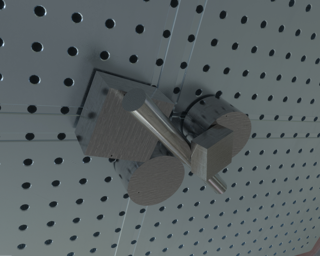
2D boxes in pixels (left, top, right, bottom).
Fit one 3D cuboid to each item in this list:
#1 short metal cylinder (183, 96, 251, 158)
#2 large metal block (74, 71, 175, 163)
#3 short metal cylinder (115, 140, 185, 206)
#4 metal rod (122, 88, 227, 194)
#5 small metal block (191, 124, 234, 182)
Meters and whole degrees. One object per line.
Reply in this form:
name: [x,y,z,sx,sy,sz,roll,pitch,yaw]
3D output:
short metal cylinder: [0.080,0.002,0.435,0.081,0.050,0.079,-14,124,-21]
large metal block: [-0.042,-0.011,0.358,0.081,0.050,0.079,11,113,-33]
short metal cylinder: [-0.014,0.057,0.418,0.081,0.050,0.079,-14,124,-21]
metal rod: [0.039,0.037,0.405,0.025,0.025,0.300,-43,144,1]
small metal block: [0.065,0.030,0.387,0.050,0.025,0.050,-29,130,-33]
